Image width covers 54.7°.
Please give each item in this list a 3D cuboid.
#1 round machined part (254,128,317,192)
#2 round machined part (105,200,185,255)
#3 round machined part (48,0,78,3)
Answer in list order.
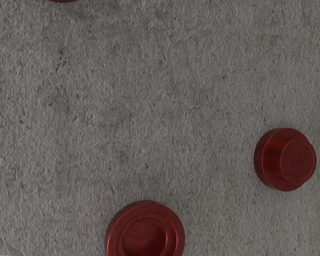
[{"bbox_3d":[0.197,0.049,0.472,0.099,0.042,0.097,0,90,-20],"label":"round machined part"},{"bbox_3d":[-0.021,0.139,0.392,0.099,0.042,0.097,0,90,-20],"label":"round machined part"},{"bbox_3d":[-0.118,-0.201,0.356,0.099,0.042,0.097,0,90,-20],"label":"round machined part"}]
